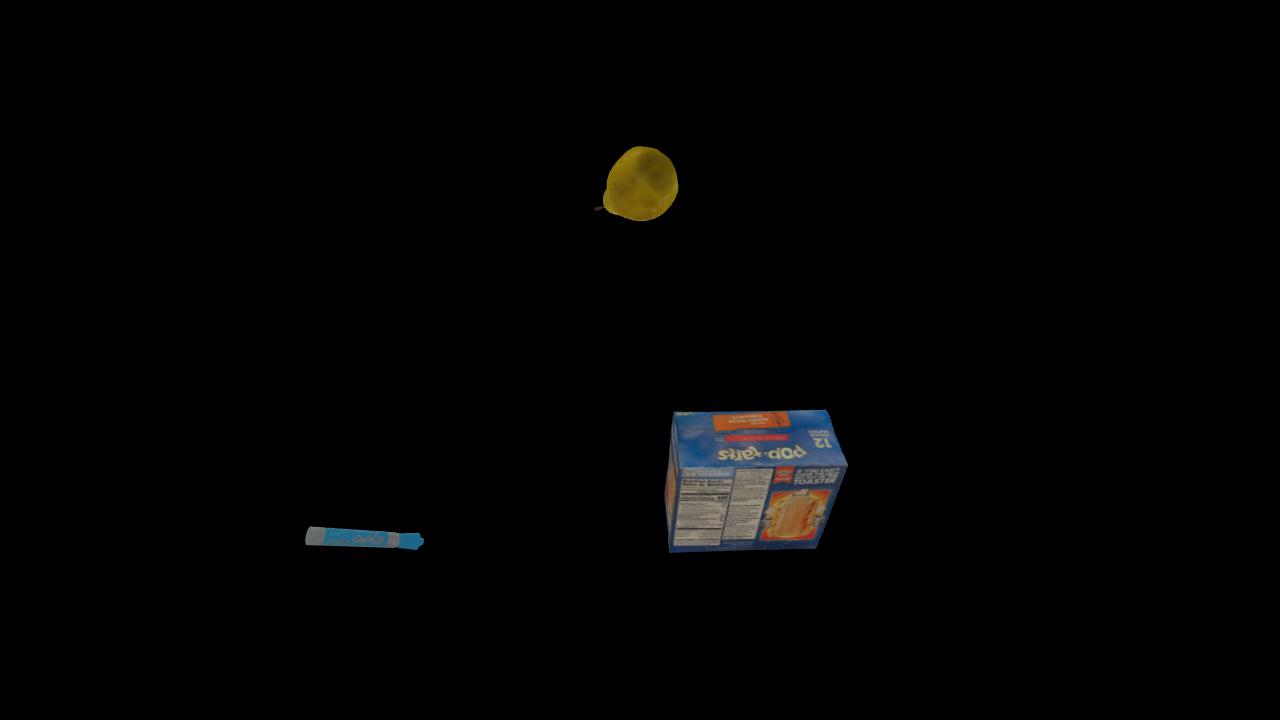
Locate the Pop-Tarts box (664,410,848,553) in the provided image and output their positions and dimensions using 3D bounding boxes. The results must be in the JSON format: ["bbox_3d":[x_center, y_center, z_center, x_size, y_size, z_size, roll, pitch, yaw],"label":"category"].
[{"bbox_3d":[0.115,0.130,0.659,0.167,0.141,0.083,-1,39,-5],"label":"Pop-Tarts box"}]

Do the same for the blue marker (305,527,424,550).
[{"bbox_3d":[-0.297,0.196,0.672,0.121,0.020,0.020,16,-10,-36],"label":"blue marker"}]

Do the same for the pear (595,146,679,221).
[{"bbox_3d":[-0.009,-0.183,0.669,0.080,0.080,0.111,0,-2,-28],"label":"pear"}]
